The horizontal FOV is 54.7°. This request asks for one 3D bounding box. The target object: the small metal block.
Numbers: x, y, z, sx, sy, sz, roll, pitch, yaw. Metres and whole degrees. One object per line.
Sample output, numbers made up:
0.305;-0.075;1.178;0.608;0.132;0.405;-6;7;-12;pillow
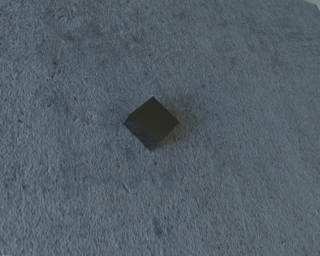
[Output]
-0.011;-0.006;0.405;0.050;0.025;0.050;45;51;3;small metal block
